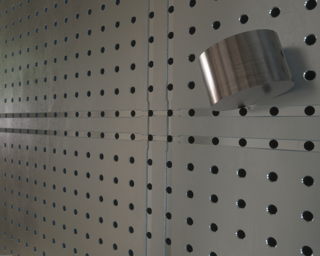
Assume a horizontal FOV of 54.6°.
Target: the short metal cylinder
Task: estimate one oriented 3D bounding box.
[{"bbox_3d":[0.083,-0.053,0.306,0.080,0.081,0.050,-22,76,38],"label":"short metal cylinder"}]
